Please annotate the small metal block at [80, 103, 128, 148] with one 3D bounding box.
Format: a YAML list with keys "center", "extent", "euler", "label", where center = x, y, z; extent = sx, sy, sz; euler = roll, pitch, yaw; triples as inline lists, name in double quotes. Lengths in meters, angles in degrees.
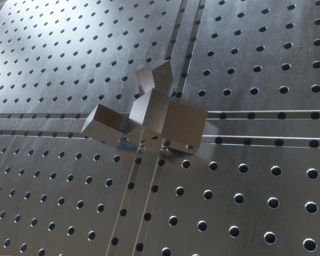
- center: [-0.072, -0.002, 0.419]
  extent: [0.050, 0.050, 0.025]
  euler: [-37, 34, 51]
  label: "small metal block"

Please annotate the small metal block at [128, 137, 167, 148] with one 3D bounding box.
- center: [-0.011, -0.003, 0.417]
  extent: [0.050, 0.025, 0.050]
  euler: [3, 63, 29]
  label: "small metal block"

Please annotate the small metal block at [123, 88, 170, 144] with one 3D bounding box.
- center: [-0.017, -0.014, 0.379]
  extent: [0.050, 0.025, 0.050]
  euler: [-27, 43, 55]
  label: "small metal block"

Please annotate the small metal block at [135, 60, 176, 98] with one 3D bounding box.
- center: [-0.005, -0.060, 0.419]
  extent: [0.025, 0.050, 0.050]
  euler: [3, 27, 30]
  label: "small metal block"

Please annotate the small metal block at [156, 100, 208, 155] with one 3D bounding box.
- center: [0.027, 0.000, 0.381]
  extent: [0.050, 0.025, 0.050]
  euler: [16, 66, 1]
  label: "small metal block"
